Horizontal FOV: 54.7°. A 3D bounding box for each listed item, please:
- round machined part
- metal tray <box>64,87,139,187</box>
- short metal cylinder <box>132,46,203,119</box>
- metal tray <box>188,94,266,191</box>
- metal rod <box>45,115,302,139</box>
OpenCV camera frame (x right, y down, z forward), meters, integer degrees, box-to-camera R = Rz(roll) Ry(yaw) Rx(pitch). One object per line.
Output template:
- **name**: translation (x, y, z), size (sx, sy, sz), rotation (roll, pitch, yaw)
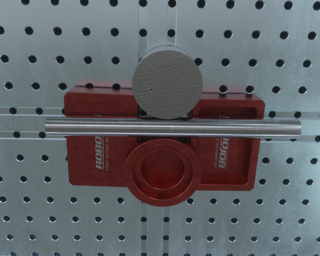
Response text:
- **round machined part**: translation (0.004, 0.051, 0.409), size (0.099, 0.042, 0.097), rotation (0, 110, 0)
- **metal tray**: translation (-0.074, 0.014, 0.410), size (0.091, 0.030, 0.129), rotation (2, 110, -1)
- **short metal cylinder**: translation (0.009, -0.056, 0.375), size (0.081, 0.050, 0.079), rotation (0, 110, 0)
- **metal tray**: translation (0.084, 0.021, 0.415), size (0.091, 0.030, 0.129), rotation (1, 110, -1)
- **metal rod**: translation (0.017, -0.001, 0.377), size (0.302, 0.025, 0.025), rotation (1, 110, -1)
